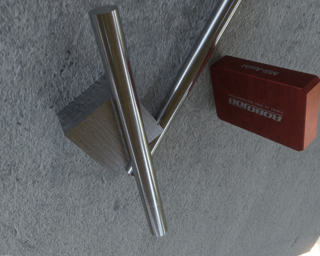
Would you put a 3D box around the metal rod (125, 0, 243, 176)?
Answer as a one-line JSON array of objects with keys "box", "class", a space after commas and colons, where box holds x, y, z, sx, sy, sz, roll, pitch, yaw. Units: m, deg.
[{"box": [0.035, -0.065, 0.386, 0.025, 0.025, 0.298, 18, 109, -36], "class": "metal rod"}]

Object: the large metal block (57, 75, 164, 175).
[{"box": [-0.056, -0.006, 0.357, 0.080, 0.050, 0.080, -40, 130, -1], "class": "large metal block"}]

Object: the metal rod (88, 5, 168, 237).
[{"box": [-0.024, 0.021, 0.343, 0.025, 0.025, 0.298, -22, 127, -15], "class": "metal rod"}]

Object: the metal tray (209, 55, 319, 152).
[{"box": [0.126, -0.034, 0.387, 0.030, 0.130, 0.090, -38, 132, -25], "class": "metal tray"}]
